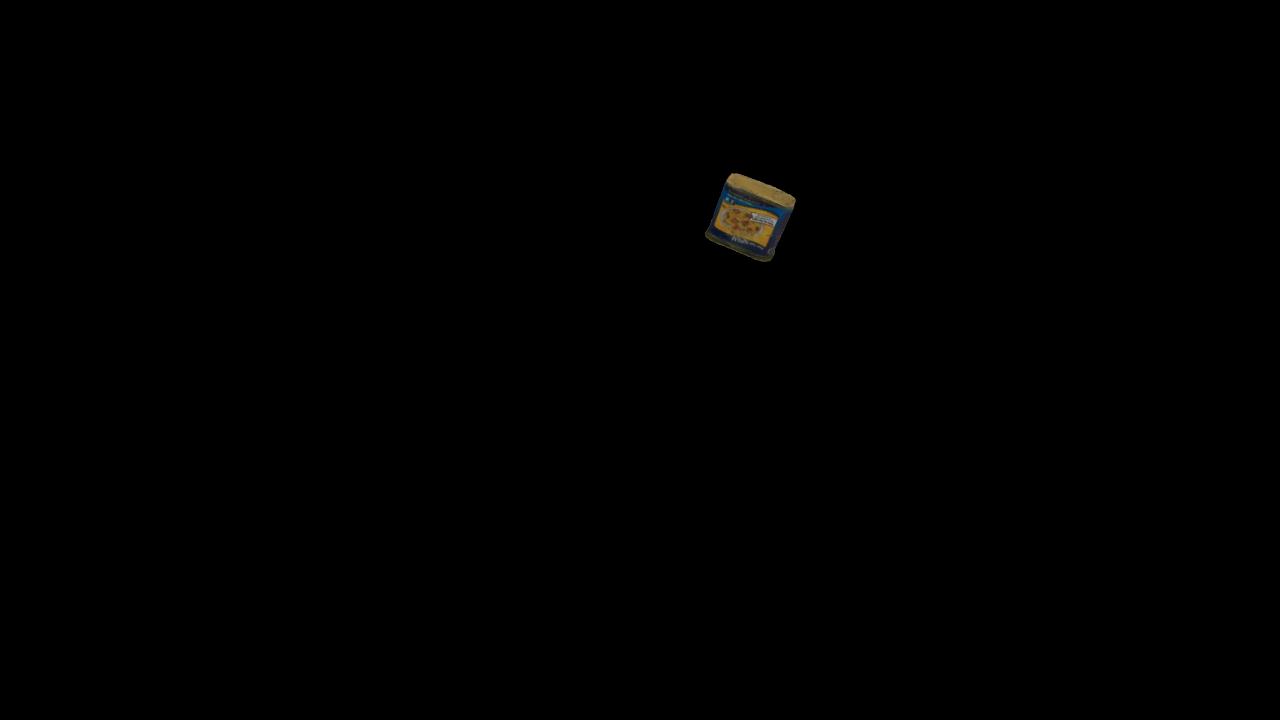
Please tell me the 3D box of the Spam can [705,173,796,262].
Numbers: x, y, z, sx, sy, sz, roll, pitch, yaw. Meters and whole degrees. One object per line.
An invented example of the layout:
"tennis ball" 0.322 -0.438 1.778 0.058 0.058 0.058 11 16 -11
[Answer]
"Spam can" 0.152 -0.196 0.845 0.101 0.085 0.058 24 39 7
